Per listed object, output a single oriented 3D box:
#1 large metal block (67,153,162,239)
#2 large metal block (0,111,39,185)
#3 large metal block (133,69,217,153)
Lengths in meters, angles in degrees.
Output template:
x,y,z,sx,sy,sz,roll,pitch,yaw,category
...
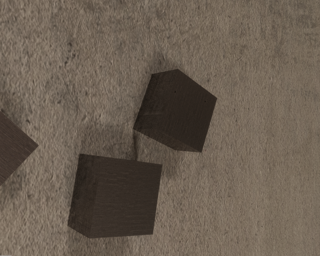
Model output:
x,y,z,sx,sy,sz,roll,pitch,yaw,category
-0.049,0.075,0.349,0.081,0.050,0.080,13,82,-40,large metal block
-0.165,0.016,0.251,0.080,0.050,0.080,51,60,-28,large metal block
0.022,-0.020,0.409,0.080,0.050,0.080,29,72,-37,large metal block
